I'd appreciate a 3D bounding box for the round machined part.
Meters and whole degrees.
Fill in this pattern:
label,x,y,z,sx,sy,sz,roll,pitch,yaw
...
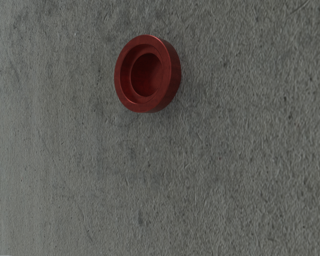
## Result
label,x,y,z,sx,sy,sz,roll,pitch,yaw
round machined part,-0.011,-0.068,0.404,0.098,0.042,0.097,0,90,40
